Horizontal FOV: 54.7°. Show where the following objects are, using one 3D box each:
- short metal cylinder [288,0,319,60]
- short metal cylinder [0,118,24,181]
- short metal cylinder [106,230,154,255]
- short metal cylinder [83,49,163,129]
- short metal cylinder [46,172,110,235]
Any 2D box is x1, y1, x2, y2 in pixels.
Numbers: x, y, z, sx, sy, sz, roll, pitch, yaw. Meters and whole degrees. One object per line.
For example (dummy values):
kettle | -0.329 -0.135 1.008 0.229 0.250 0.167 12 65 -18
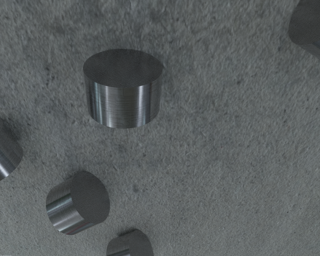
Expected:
short metal cylinder | 0.170 -0.102 0.287 0.050 0.080 0.080 24 126 -20
short metal cylinder | -0.225 0.030 0.393 0.080 0.080 0.050 -10 130 8
short metal cylinder | -0.054 0.236 0.572 0.050 0.080 0.080 -26 126 20
short metal cylinder | -0.039 -0.044 0.333 0.081 0.080 0.050 2 130 -3
short metal cylinder | -0.121 0.113 0.466 0.050 0.080 0.080 -29 125 22
